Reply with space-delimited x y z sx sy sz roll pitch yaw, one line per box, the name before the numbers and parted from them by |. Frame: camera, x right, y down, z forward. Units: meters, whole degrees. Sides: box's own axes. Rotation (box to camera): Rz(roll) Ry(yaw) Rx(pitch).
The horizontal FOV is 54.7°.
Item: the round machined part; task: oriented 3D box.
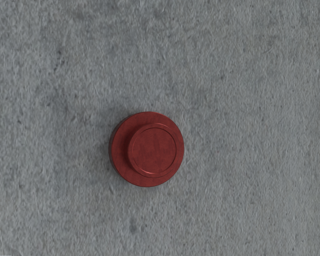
round machined part | -0.013 0.027 0.396 0.099 0.042 0.097 0 90 -21
